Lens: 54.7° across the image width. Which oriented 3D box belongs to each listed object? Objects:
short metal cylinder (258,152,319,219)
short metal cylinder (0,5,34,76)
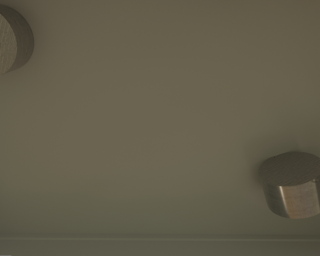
[{"bbox_3d":[0.178,0.074,0.412,0.080,0.080,0.050,-19,109,6],"label":"short metal cylinder"},{"bbox_3d":[-0.196,-0.102,0.358,0.081,0.050,0.079,0,110,-1],"label":"short metal cylinder"}]
